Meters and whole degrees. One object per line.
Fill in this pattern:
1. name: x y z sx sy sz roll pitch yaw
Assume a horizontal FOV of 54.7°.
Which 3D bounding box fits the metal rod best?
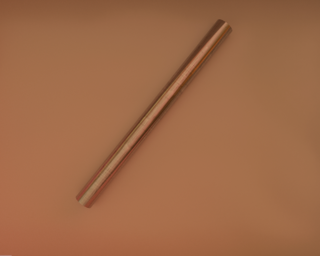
1. metal rod: -0.007 -0.019 0.411 0.025 0.025 0.300 39 90 -1
